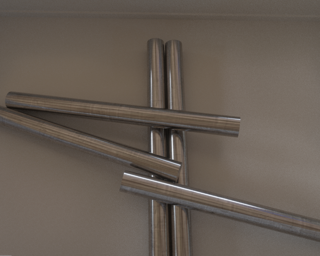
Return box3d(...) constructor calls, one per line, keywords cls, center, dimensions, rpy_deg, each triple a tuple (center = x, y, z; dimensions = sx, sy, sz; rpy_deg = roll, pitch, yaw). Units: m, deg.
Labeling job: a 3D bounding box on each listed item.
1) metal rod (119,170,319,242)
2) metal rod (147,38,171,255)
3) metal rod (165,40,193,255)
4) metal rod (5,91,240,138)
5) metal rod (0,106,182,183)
box3d(cls="metal rod", center=(0.103, 0.098, 0.355), dimensions=(0.302, 0.025, 0.025), rpy_deg=(15, 71, -1))
box3d(cls="metal rod", center=(-0.003, 0.017, 0.400), dimensions=(0.025, 0.025, 0.299), rpy_deg=(-1, 70, -1))
box3d(cls="metal rod", center=(0.023, 0.019, 0.400), dimensions=(0.025, 0.025, 0.299), rpy_deg=(-1, 70, -1))
box3d(cls="metal rod", center=(-0.053, -0.019, 0.394), dimensions=(0.301, 0.025, 0.025), rpy_deg=(7, 70, 9))
box3d(cls="metal rod", center=(-0.120, 0.010, 0.389), dimensions=(0.301, 0.025, 0.025), rpy_deg=(16, 71, 11))
